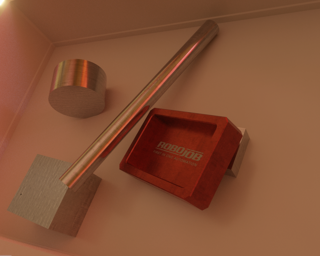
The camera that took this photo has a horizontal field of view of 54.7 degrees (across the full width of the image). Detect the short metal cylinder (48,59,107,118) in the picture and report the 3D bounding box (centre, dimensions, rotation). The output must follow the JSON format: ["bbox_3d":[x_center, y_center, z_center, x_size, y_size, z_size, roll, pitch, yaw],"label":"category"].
[{"bbox_3d":[-0.123,-0.058,0.468,0.080,0.080,0.050,-15,56,19],"label":"short metal cylinder"}]

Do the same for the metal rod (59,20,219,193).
[{"bbox_3d":[-0.015,-0.041,0.407,0.025,0.025,0.301,26,66,36],"label":"metal rod"}]

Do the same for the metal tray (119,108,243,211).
[{"bbox_3d":[0.017,0.027,0.348,0.130,0.030,0.090,12,69,52],"label":"metal tray"}]

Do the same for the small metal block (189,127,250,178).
[{"bbox_3d":[0.069,0.024,0.355,0.050,0.025,0.050,12,68,32],"label":"small metal block"}]

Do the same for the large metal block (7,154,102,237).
[{"bbox_3d":[-0.137,0.087,0.406,0.080,0.050,0.080,9,66,31],"label":"large metal block"}]
